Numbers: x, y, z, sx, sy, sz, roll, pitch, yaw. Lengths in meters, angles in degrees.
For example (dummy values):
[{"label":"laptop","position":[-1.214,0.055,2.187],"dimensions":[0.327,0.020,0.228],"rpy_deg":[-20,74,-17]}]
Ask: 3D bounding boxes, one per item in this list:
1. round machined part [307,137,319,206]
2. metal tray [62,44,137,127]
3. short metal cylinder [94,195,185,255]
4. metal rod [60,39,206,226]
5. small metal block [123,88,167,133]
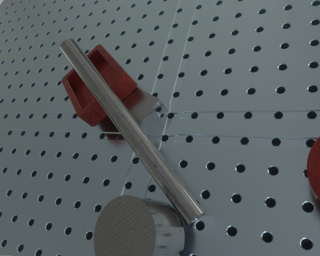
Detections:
[{"label":"round machined part","position":[0.185,0.044,0.274],"dimensions":[0.098,0.042,0.098],"rpy_deg":[-13,56,20]},{"label":"metal tray","position":[-0.099,-0.070,0.481],"dimensions":[0.090,0.030,0.130],"rpy_deg":[-43,42,3]},{"label":"short metal cylinder","position":[-0.022,0.113,0.322],"dimensions":[0.080,0.050,0.080],"rpy_deg":[-14,66,33]},{"label":"metal rod","position":[-0.047,-0.011,0.388],"dimensions":[0.025,0.025,0.300],"rpy_deg":[-39,67,1]},{"label":"small metal block","position":[-0.028,-0.024,0.436],"dimensions":[0.050,0.025,0.050],"rpy_deg":[30,78,37]}]
